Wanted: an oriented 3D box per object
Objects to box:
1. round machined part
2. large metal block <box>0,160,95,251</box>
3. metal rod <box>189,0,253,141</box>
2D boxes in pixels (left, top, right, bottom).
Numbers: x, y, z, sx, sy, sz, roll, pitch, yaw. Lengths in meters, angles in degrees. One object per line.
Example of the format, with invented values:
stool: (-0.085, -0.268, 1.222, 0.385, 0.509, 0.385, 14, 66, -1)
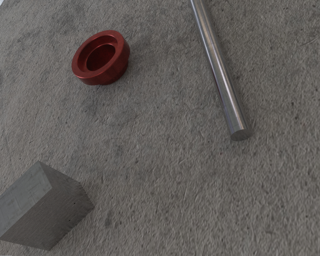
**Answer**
round machined part: (-0.092, -0.109, 0.508, 0.098, 0.042, 0.098, -13, 56, 21)
large metal block: (-0.144, 0.098, 0.384, 0.080, 0.080, 0.050, -44, 51, -2)
metal rod: (0.073, -0.114, 0.435, 0.025, 0.025, 0.299, -20, 54, 16)
